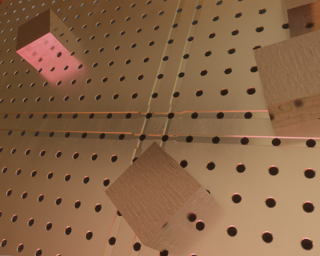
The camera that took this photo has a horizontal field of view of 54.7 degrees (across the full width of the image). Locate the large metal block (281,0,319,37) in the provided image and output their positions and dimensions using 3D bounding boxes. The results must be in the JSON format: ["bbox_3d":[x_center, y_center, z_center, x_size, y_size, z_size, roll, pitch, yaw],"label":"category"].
[{"bbox_3d":[0.199,-0.170,0.392,0.080,0.050,0.080,-11,57,22],"label":"large metal block"}]

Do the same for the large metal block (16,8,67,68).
[{"bbox_3d":[-0.237,-0.181,0.625,0.080,0.050,0.080,-24,53,13],"label":"large metal block"}]

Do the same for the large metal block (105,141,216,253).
[{"bbox_3d":[0.000,0.076,0.345,0.080,0.050,0.080,-45,51,-4],"label":"large metal block"}]

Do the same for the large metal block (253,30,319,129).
[{"bbox_3d":[0.155,-0.054,0.344,0.080,0.050,0.080,-14,56,20],"label":"large metal block"}]
